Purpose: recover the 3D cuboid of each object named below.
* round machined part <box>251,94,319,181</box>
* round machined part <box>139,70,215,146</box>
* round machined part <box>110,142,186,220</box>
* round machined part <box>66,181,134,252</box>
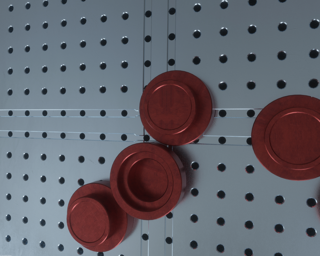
[{"bbox_3d":[0.154,0.011,0.349,0.098,0.042,0.097,0,90,20],"label":"round machined part"},{"bbox_3d":[0.018,-0.026,0.398,0.098,0.042,0.097,0,90,20],"label":"round machined part"},{"bbox_3d":[-0.013,0.067,0.408,0.098,0.042,0.097,0,90,20],"label":"round machined part"},{"bbox_3d":[-0.090,0.126,0.436,0.098,0.042,0.097,0,90,20],"label":"round machined part"}]
